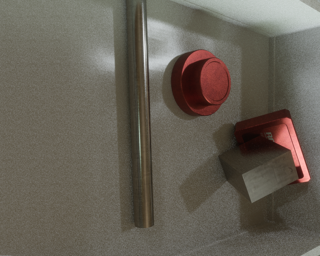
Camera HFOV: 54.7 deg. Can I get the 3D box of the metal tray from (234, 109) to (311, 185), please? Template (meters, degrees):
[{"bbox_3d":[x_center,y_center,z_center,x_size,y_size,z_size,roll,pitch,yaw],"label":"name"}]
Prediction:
[{"bbox_3d":[0.190,0.040,0.525,0.130,0.090,0.030,63,25,-22],"label":"metal tray"}]

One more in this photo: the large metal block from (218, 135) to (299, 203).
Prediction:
[{"bbox_3d":[0.150,0.060,0.481,0.080,0.080,0.050,-25,109,-7],"label":"large metal block"}]

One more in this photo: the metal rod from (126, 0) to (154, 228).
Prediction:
[{"bbox_3d":[-0.025,-0.027,0.387,0.025,0.025,0.298,-4,92,-40],"label":"metal rod"}]

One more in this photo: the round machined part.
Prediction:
[{"bbox_3d":[0.066,-0.066,0.454,0.099,0.042,0.097,0,90,-40],"label":"round machined part"}]
